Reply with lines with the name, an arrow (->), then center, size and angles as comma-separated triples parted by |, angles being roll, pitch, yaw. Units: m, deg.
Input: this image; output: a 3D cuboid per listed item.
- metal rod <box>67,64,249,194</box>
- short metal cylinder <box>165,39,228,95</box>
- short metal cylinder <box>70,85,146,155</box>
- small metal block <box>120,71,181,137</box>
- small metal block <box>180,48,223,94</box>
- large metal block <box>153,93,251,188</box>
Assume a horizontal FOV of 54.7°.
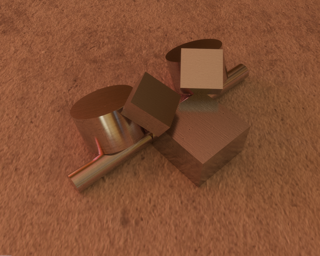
metal rod -> 0.015, -0.012, 0.415 | 0.302, 0.025, 0.025 | -34, 58, -26
short metal cylinder -> 0.053, -0.089, 0.445 | 0.080, 0.050, 0.080 | -13, 31, 8
short metal cylinder -> -0.061, -0.012, 0.380 | 0.080, 0.050, 0.080 | -13, 31, 8
small metal block -> -0.009, -0.027, 0.346 | 0.050, 0.025, 0.050 | 33, 50, -15
small metal block -> 0.050, -0.069, 0.382 | 0.050, 0.025, 0.050 | 2, 81, 1
large metal block -> 0.048, 0.010, 0.378 | 0.080, 0.050, 0.080 | -34, 58, -26
